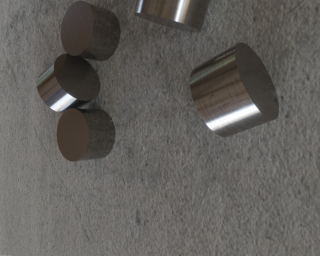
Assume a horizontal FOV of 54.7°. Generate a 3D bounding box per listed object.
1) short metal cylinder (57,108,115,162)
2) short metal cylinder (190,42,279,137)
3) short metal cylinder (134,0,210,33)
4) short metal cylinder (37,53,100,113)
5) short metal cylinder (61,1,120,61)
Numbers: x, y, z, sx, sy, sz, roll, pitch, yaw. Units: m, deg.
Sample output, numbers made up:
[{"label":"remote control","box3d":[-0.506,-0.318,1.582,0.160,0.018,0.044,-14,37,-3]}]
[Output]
[{"label":"short metal cylinder","box3d":[-0.116,0.010,0.481,0.080,0.050,0.079,0,90,39]},{"label":"short metal cylinder","box3d":[0.075,-0.036,0.307,0.050,0.081,0.080,-25,75,37]},{"label":"short metal cylinder","box3d":[0.015,-0.145,0.355,0.080,0.081,0.050,25,106,37]},{"label":"short metal cylinder","box3d":[-0.141,-0.068,0.483,0.050,0.081,0.080,-27,73,36]},{"label":"short metal cylinder","box3d":[-0.107,-0.146,0.474,0.080,0.050,0.079,0,90,39]}]
